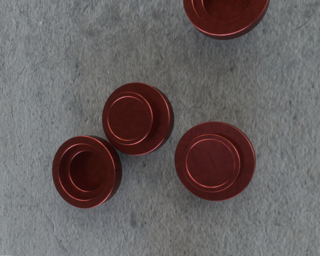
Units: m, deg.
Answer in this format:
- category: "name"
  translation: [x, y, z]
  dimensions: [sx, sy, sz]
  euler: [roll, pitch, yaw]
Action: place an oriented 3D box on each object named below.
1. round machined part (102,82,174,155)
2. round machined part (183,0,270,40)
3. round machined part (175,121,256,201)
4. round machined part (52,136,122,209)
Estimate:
- category: "round machined part"
  translation: [-0.034, -0.012, 0.411]
  dimensions: [0.098, 0.042, 0.097]
  euler: [0, 90, 19]
- category: "round machined part"
  translation: [0.081, -0.154, 0.371]
  dimensions: [0.098, 0.042, 0.097]
  euler: [0, 90, 19]
- category: "round machined part"
  translation: [0.065, 0.041, 0.377]
  dimensions: [0.098, 0.042, 0.097]
  euler: [0, 90, 19]
- category: "round machined part"
  translation: [-0.097, 0.059, 0.433]
  dimensions: [0.098, 0.042, 0.097]
  euler: [0, 90, 19]
